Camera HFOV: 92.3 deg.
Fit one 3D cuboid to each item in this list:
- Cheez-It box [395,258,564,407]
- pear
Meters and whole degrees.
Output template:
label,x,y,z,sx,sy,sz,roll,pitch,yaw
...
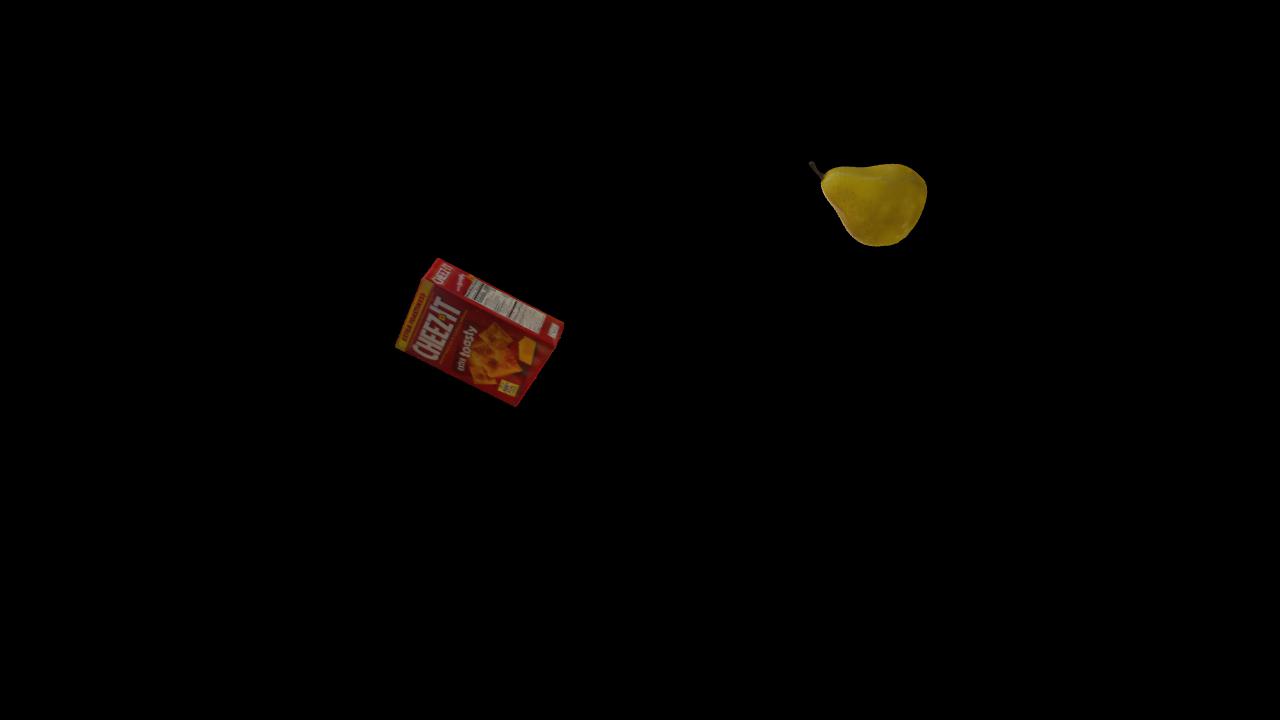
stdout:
label,x,y,z,sx,sy,sz,roll,pitch,yaw
Cheez-It box,-0.258,-0.039,0.986,0.223,0.071,0.166,29,-52,-14
pear,0.206,-0.153,0.580,0.111,0.080,0.080,20,3,7
